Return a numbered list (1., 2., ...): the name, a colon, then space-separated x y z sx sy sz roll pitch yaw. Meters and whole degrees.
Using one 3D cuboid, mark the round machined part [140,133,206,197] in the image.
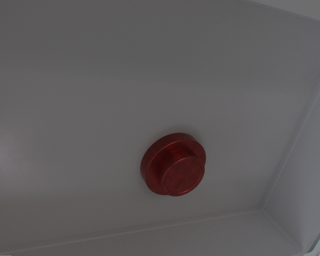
1. round machined part: 0.025 0.059 0.447 0.099 0.042 0.097 -14 124 -21
